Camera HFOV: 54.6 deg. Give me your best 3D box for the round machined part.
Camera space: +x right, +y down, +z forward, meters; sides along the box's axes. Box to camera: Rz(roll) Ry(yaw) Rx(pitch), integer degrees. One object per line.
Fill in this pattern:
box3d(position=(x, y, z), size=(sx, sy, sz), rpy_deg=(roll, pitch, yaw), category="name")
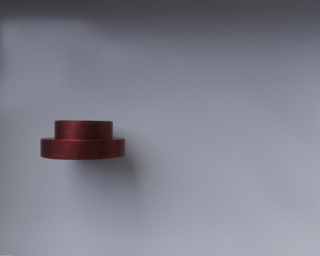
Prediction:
box3d(position=(-0.092, 0.012, 0.374), size=(0.099, 0.098, 0.042), rpy_deg=(1, 90, 0), category="round machined part")
